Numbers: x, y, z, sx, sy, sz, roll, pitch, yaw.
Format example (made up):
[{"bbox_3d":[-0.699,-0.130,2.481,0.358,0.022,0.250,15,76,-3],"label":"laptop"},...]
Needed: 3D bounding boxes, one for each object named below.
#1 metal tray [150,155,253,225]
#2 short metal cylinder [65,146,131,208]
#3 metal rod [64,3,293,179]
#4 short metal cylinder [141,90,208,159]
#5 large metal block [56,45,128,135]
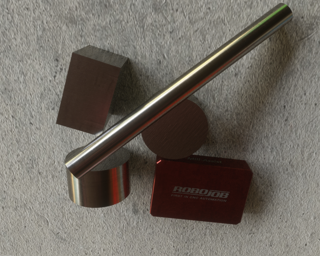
[{"bbox_3d":[0.055,0.086,0.439,0.131,0.030,0.089,7,110,-3],"label":"metal tray"},{"bbox_3d":[-0.079,0.059,0.401,0.081,0.080,0.050,1,110,-1],"label":"short metal cylinder"},{"bbox_3d":[0.026,-0.045,0.345,0.301,0.025,0.025,-37,107,-7],"label":"metal rod"},{"bbox_3d":[0.017,-0.007,0.394,0.081,0.050,0.079,0,110,0],"label":"short metal cylinder"},{"bbox_3d":[-0.076,-0.047,0.362,0.050,0.080,0.079,17,109,-6],"label":"large metal block"}]
